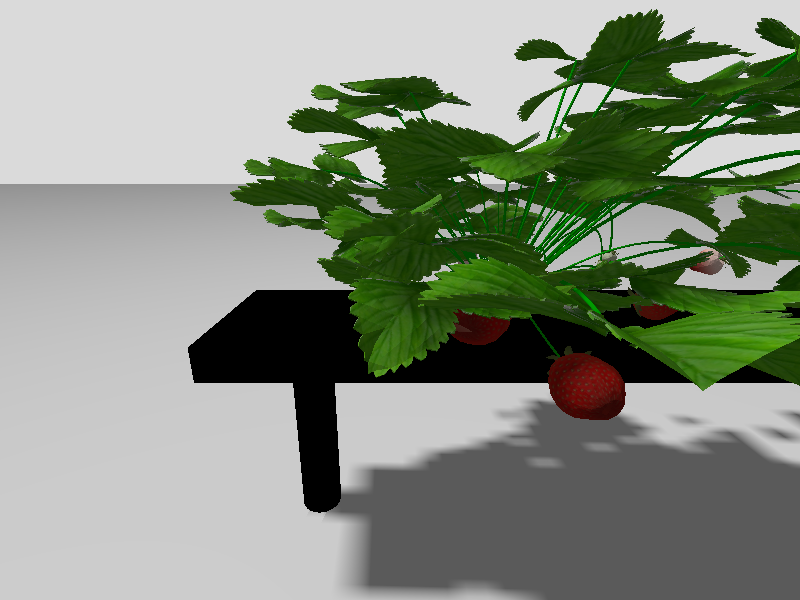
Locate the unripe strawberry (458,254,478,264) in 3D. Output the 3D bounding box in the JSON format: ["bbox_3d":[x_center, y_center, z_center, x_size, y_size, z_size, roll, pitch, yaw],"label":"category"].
[{"bbox_3d":[0.089,-0.055,0.530,0.026,0.028,0.029,0,15,-1],"label":"unripe strawberry"}]

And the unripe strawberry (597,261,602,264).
[{"bbox_3d":[0.240,-0.042,0.478,0.010,0.010,0.009,-14,23,-36],"label":"unripe strawberry"}]

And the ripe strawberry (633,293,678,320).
[{"bbox_3d":[0.224,0.001,0.346,0.034,0.033,0.037,3,18,8],"label":"ripe strawberry"}]

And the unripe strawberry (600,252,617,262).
[{"bbox_3d":[0.276,-0.054,0.533,0.021,0.022,0.020,-16,24,-40],"label":"unripe strawberry"}]

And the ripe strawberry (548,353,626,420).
[{"bbox_3d":[0.098,0.046,0.207,0.038,0.033,0.038,-1,19,-2],"label":"ripe strawberry"}]

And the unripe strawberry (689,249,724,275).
[{"bbox_3d":[0.382,-0.047,0.501,0.034,0.033,0.032,-17,2,45],"label":"unripe strawberry"}]

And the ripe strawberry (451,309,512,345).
[{"bbox_3d":[0.054,0.013,0.289,0.051,0.045,0.046,8,20,23],"label":"ripe strawberry"}]
